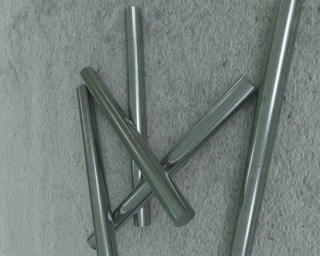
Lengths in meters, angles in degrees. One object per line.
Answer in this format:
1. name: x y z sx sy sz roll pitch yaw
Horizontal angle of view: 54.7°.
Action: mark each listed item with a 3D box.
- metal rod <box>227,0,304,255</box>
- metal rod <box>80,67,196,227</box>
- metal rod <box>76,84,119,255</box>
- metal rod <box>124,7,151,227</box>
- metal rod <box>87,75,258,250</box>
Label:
1. metal rod: 0.104 0.015 0.318 0.025 0.025 0.298 15 99 39
2. metal rod: -0.046 0.001 0.407 0.300 0.025 0.025 52 121 40
3. metal rod: -0.090 0.059 0.431 0.025 0.025 0.299 -40 51 33
4. metal rod: -0.031 -0.017 0.430 0.025 0.025 0.298 -4 87 40
5. metal rod: 0.002 0.056 0.380 0.299 0.025 0.025 -48 61 21
